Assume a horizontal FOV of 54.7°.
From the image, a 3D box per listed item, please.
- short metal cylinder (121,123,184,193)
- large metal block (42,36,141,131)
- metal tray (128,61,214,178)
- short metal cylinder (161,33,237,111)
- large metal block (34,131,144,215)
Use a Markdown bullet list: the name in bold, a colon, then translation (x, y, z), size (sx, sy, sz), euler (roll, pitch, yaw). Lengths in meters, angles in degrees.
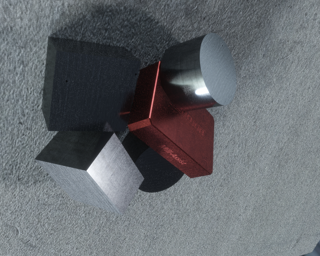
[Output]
- **short metal cylinder**: translation (-0.008, 0.039, 0.413), size (0.081, 0.050, 0.079), euler (-14, 124, -21)
- **large metal block**: translation (-0.074, -0.043, 0.322), size (0.081, 0.050, 0.079), euler (1, 118, -29)
- **metal tray**: translation (0.021, -0.006, 0.376), size (0.030, 0.090, 0.130), euler (-17, 139, 33)
- **short metal cylinder**: translation (0.046, -0.062, 0.354), size (0.080, 0.050, 0.080), euler (12, 74, -49)
- **large metal block**: translation (-0.077, 0.047, 0.351), size (0.050, 0.080, 0.080), euler (-59, 139, -33)
